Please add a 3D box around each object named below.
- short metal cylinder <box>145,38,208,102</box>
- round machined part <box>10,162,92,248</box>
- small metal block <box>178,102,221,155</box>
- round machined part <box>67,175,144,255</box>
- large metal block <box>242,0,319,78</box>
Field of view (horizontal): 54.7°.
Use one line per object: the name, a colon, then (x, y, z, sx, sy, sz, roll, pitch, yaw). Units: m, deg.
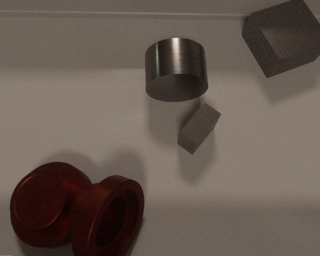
short metal cylinder: (0.021, -0.073, 0.408, 0.081, 0.080, 0.050, -2, 70, -1)
round machined part: (-0.129, 0.085, 0.356, 0.098, 0.042, 0.098, -6, 64, 12)
small metal block: (0.049, 0.002, 0.396, 0.025, 0.050, 0.050, 37, 74, 12)
round machined part: (-0.061, 0.098, 0.338, 0.042, 0.098, 0.098, 13, 69, 27)
large metal block: (0.178, -0.129, 0.446, 0.080, 0.050, 0.080, -20, 72, -8)
